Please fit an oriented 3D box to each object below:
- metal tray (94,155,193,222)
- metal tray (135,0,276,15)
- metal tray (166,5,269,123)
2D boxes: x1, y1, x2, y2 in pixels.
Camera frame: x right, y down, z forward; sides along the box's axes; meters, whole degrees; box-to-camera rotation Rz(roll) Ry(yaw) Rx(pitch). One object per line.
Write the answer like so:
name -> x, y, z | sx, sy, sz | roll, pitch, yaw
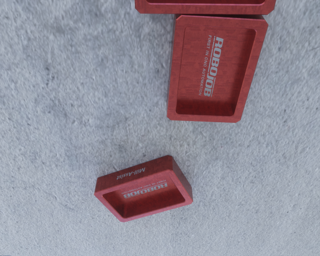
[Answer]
metal tray -> -0.024, 0.099, 0.487 | 0.130, 0.030, 0.090 | -20, 128, 15
metal tray -> 0.042, -0.151, 0.275 | 0.131, 0.030, 0.089 | 0, 130, -1
metal tray -> 0.057, -0.066, 0.348 | 0.091, 0.030, 0.129 | 2, 130, -3
